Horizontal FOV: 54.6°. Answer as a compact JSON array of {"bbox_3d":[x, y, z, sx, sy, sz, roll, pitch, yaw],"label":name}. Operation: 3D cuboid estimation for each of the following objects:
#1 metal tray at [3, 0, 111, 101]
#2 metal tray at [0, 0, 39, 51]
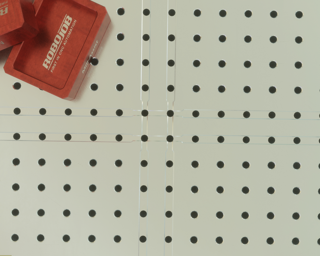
[{"bbox_3d":[-0.134,-0.113,0.409,0.090,0.030,0.130,25,90,0],"label":"metal tray"},{"bbox_3d":[-0.226,-0.140,0.390,0.130,0.030,0.090,-18,81,10],"label":"metal tray"}]
